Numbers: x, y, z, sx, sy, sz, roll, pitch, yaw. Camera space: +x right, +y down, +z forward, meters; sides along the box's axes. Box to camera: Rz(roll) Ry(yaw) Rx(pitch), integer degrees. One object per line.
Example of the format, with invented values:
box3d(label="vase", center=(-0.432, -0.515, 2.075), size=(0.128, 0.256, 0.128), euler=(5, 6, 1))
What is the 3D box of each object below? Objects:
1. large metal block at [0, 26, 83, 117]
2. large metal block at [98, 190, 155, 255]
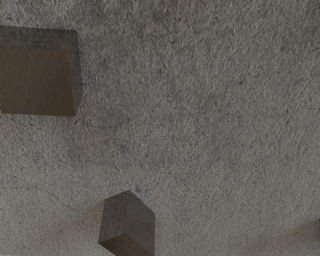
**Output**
box3d(label="large metal block", center=(-0.132, -0.061, 0.338), size=(0.081, 0.050, 0.079), euler=(3, 130, -3))
box3d(label="large metal block", center=(-0.051, 0.163, 0.509), size=(0.050, 0.080, 0.080), euler=(-25, 126, 19))
